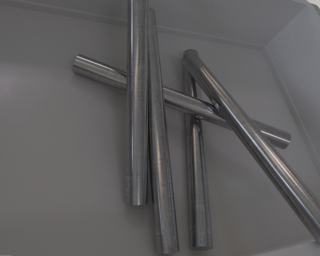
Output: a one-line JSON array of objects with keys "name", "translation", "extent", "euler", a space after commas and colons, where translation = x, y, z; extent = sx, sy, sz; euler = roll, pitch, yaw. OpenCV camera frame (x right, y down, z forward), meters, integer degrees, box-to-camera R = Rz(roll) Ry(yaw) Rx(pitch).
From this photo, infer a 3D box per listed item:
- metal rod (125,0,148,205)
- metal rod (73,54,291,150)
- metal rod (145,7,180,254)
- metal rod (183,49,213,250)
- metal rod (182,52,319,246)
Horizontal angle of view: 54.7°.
[{"name": "metal rod", "translation": [-0.026, -0.064, 0.362], "extent": [0.025, 0.025, 0.298], "euler": [4, 82, -27]}, {"name": "metal rod", "translation": [0.033, -0.033, 0.414], "extent": [0.302, 0.025, 0.025], "euler": [20, 54, -6]}, {"name": "metal rod", "translation": [-0.005, -0.010, 0.371], "extent": [0.025, 0.025, 0.299], "euler": [3, 72, -27]}, {"name": "metal rod", "translation": [0.049, 0.008, 0.426], "extent": [0.025, 0.025, 0.299], "euler": [14, 56, -21]}, {"name": "metal rod", "translation": [0.099, -0.003, 0.370], "extent": [0.025, 0.025, 0.300], "euler": [-1, 43, -29]}]
